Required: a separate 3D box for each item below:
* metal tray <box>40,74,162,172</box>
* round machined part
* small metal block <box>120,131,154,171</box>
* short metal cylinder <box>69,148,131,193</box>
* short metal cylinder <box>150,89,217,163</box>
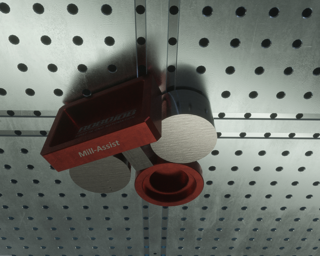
[{"bbox_3d":[-0.064,-0.007,0.356,0.130,0.090,0.030,-18,128,15],"label":"metal tray"},{"bbox_3d":[0.013,0.069,0.454,0.099,0.042,0.097,0,130,0],"label":"round machined part"},{"bbox_3d":[-0.030,0.019,0.406,0.025,0.050,0.050,-20,128,16],"label":"small metal block"},{"bbox_3d":[-0.079,0.045,0.428,0.081,0.050,0.079,0,130,0],"label":"short metal cylinder"},{"bbox_3d":[0.028,-0.001,0.389,0.081,0.050,0.079,0,130,0],"label":"short metal cylinder"}]
